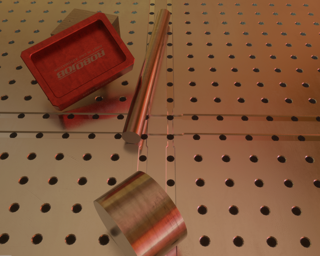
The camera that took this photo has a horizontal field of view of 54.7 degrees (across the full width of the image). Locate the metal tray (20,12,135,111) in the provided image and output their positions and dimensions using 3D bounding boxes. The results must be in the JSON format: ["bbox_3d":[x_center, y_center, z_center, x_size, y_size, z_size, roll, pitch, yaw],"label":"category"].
[{"bbox_3d":[-0.114,-0.095,0.441,0.131,0.030,0.090,-33,88,-13],"label":"metal tray"}]

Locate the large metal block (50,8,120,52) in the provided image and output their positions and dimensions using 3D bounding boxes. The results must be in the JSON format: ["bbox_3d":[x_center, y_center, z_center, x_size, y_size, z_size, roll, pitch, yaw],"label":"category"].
[{"bbox_3d":[-0.120,-0.151,0.517,0.080,0.050,0.080,13,51,11],"label":"large metal block"}]

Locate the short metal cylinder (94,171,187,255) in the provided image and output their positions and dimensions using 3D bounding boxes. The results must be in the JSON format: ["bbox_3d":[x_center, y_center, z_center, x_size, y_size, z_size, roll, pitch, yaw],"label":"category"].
[{"bbox_3d":[-0.020,0.089,0.297,0.050,0.080,0.080,-33,57,-24],"label":"short metal cylinder"}]

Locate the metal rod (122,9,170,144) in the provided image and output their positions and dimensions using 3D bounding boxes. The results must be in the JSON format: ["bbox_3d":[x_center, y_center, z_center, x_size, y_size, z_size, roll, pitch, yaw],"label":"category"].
[{"bbox_3d":[-0.015,-0.101,0.492,0.025,0.025,0.300,7,50,5],"label":"metal rod"}]
